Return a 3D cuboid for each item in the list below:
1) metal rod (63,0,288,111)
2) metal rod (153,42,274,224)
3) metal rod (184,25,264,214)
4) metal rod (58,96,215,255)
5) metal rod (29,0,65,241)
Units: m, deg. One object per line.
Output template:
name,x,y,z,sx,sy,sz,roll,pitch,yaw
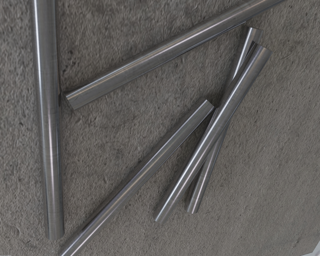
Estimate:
metal rod,0.032,-0.102,0.360,0.301,0.025,0.025,-29,128,-10
metal rod,0.063,0.022,0.436,0.025,0.025,0.298,11,118,-33
metal rod,0.086,0.004,0.455,0.025,0.025,0.298,0,119,-29
metal rod,-0.035,0.075,0.433,0.300,0.025,0.025,-47,129,5
metal rod,-0.122,0.011,0.346,0.025,0.025,0.298,-6,121,-25
